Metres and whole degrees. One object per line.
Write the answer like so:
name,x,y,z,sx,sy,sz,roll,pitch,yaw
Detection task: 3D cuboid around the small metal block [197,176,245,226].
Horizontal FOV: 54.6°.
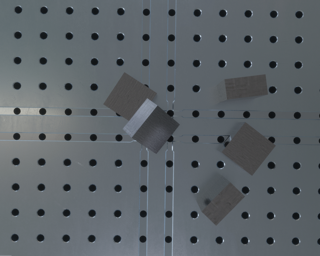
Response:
small metal block,0.077,0.092,0.401,0.025,0.050,0.050,45,90,0

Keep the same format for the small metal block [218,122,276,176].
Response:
small metal block,0.115,0.027,0.414,0.050,0.025,0.050,38,90,0

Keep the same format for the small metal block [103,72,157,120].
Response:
small metal block,-0.039,-0.038,0.413,0.050,0.025,0.050,33,90,0

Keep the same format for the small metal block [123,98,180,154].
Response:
small metal block,-0.011,-0.002,0.400,0.050,0.025,0.050,-52,132,0

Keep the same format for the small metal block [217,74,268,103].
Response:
small metal block,0.105,-0.050,0.401,0.050,0.050,0.025,-7,90,0
